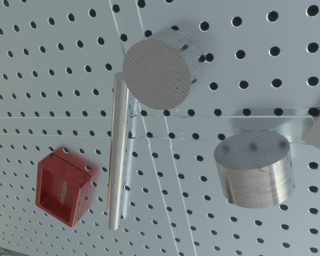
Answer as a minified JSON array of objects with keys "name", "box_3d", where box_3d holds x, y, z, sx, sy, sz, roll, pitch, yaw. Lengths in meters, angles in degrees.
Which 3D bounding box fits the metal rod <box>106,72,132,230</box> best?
[{"name":"metal rod","box_3d":[-0.065,0.055,0.479,0.025,0.025,0.298,21,126,16]}]

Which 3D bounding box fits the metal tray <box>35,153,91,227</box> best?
[{"name":"metal tray","box_3d":[-0.184,0.119,0.578,0.090,0.030,0.129,28,128,10]}]

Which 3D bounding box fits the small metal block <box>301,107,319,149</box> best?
[{"name":"small metal block","box_3d":[0.182,0.000,0.315,0.050,0.025,0.050,29,128,9]}]

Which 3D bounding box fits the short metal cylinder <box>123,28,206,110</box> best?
[{"name":"short metal cylinder","box_3d":[0.005,-0.067,0.351,0.080,0.050,0.079,13,124,21]}]

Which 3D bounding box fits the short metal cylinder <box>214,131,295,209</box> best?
[{"name":"short metal cylinder","box_3d":[0.105,0.044,0.347,0.080,0.080,0.050,-3,117,29]}]
